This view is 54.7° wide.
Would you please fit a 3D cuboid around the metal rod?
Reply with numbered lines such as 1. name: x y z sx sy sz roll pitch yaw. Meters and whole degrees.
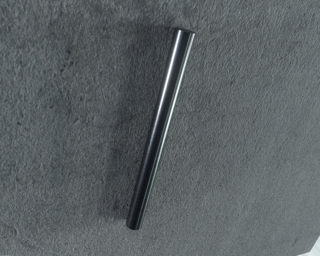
1. metal rod: -0.006 0.019 0.418 0.025 0.025 0.298 0 118 -29
